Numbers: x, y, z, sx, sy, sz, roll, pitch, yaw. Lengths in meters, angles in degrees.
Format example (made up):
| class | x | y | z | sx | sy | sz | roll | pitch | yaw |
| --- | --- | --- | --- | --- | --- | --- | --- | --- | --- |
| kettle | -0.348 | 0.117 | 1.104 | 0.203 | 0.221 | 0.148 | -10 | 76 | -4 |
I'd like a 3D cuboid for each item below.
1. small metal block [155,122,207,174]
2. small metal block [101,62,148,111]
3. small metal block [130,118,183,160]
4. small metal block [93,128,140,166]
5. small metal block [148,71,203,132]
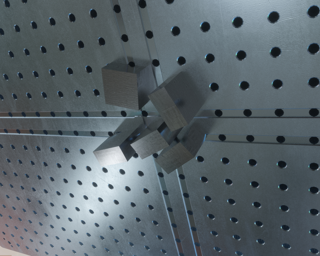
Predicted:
| class | x | y | z | sx | sy | sz | roll | pitch | yaw |
| --- | --- | --- | --- | --- | --- | --- | --- | --- | --- |
| small metal block | 0.027 | 0.026 | 0.397 | 0.025 | 0.050 | 0.050 | 47 | 129 | -4 |
| small metal block | -0.045 | -0.055 | 0.402 | 0.050 | 0.025 | 0.050 | 13 | 124 | 21 |
| small metal block | -0.003 | 0.009 | 0.403 | 0.050 | 0.050 | 0.025 | -30 | 102 | 38 |
| small metal block | -0.058 | 0.027 | 0.443 | 0.050 | 0.050 | 0.025 | -14 | 111 | 34 |
| small metal block | 0.019 | -0.032 | 0.366 | 0.025 | 0.050 | 0.050 | -24 | 105 | 37 |
